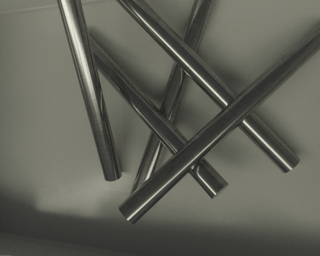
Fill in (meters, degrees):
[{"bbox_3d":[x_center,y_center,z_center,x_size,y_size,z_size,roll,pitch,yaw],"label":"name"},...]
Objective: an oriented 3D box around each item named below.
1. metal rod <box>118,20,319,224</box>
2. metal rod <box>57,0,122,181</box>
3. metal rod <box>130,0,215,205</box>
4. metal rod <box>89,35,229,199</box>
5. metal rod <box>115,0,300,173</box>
[{"bbox_3d":[0.075,-0.009,0.338,0.300,0.025,0.025,-43,76,-4],"label":"metal rod"},{"bbox_3d":[-0.088,-0.066,0.373,0.025,0.025,0.298,0,116,20],"label":"metal rod"},{"bbox_3d":[0.013,-0.030,0.405,0.025,0.025,0.298,21,97,18],"label":"metal rod"},{"bbox_3d":[-0.027,-0.033,0.396,0.025,0.025,0.300,-48,68,13],"label":"metal rod"},{"bbox_3d":[0.049,-0.065,0.370,0.025,0.025,0.300,-44,85,14],"label":"metal rod"}]
